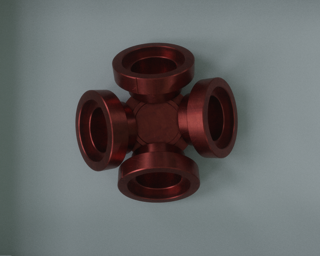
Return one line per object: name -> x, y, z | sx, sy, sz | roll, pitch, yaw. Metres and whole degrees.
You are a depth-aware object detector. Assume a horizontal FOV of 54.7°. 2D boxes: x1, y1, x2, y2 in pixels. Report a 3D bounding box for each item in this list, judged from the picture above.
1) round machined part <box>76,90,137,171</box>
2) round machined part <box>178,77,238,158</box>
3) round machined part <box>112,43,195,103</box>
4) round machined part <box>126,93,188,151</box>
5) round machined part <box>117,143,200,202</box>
round machined part -> -0.064, 0.002, 0.382 | 0.042, 0.098, 0.097 | -7, 90, -38
round machined part -> 0.058, -0.012, 0.384 | 0.042, 0.099, 0.097 | -3, 90, 36
round machined part -> -0.007, -0.066, 0.382 | 0.099, 0.098, 0.042 | -4, 128, -1
round machined part -> -0.003, -0.006, 0.401 | 0.099, 0.042, 0.097 | 0, 90, -1
round machined part -> -0.002, 0.054, 0.382 | 0.099, 0.097, 0.042 | -1, 54, -1
